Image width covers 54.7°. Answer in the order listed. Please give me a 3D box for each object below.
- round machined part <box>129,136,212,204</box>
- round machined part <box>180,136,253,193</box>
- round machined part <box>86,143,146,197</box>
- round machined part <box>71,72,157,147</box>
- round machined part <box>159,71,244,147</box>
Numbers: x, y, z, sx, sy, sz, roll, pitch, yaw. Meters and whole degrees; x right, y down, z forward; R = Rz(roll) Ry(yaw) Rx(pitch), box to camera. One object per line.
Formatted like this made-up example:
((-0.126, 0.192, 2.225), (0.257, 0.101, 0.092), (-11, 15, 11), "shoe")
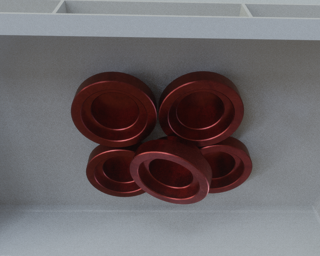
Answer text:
((0.016, 0.048, 0.381), (0.098, 0.042, 0.097), (13, 137, 13), "round machined part")
((0.076, 0.045, 0.435), (0.099, 0.042, 0.097), (-1, 130, 0), "round machined part")
((-0.052, 0.051, 0.439), (0.099, 0.042, 0.097), (-1, 130, 0), "round machined part")
((-0.053, -0.026, 0.373), (0.099, 0.042, 0.097), (-1, 130, 0), "round machined part")
((0.047, -0.026, 0.374), (0.099, 0.042, 0.097), (-1, 130, 0), "round machined part")
